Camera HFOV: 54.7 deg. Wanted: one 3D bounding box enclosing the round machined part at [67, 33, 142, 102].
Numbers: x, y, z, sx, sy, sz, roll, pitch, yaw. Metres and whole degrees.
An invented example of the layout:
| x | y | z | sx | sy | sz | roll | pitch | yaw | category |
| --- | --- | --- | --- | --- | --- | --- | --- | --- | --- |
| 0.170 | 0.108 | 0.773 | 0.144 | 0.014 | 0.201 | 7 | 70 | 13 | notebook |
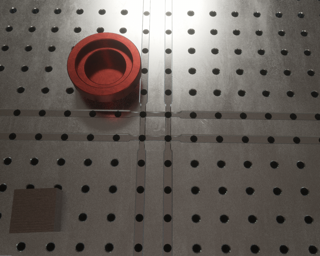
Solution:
| x | y | z | sx | sy | sz | roll | pitch | yaw | category |
| --- | --- | --- | --- | --- | --- | --- | --- | --- | --- |
| -0.074 | -0.080 | 0.431 | 0.099 | 0.042 | 0.098 | 0 | 70 | -1 | round machined part |

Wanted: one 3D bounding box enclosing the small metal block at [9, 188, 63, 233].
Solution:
| x | y | z | sx | sy | sz | roll | pitch | yaw | category |
| --- | --- | --- | --- | --- | --- | --- | --- | --- | --- |
| -0.148 | 0.100 | 0.373 | 0.050 | 0.025 | 0.050 | -2 | 70 | -1 | small metal block |
